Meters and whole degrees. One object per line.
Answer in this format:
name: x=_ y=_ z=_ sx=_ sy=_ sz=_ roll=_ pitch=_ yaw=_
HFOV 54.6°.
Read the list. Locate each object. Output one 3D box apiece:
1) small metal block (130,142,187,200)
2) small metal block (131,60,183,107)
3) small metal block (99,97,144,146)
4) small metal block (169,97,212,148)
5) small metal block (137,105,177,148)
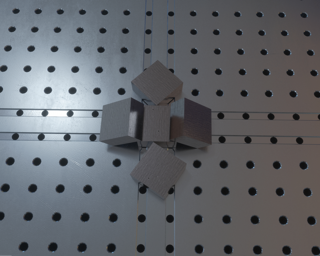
small metal block: x=-0.002 y=0.054 z=0.391 sx=0.050 sy=0.025 sz=0.050 roll=32 pitch=74 yaw=12
small metal block: x=-0.004 y=-0.058 z=0.433 sx=0.050 sy=0.025 sz=0.050 roll=-42 pitch=75 yaw=-14
small metal block: x=-0.049 y=-0.007 z=0.401 sx=0.050 sy=0.025 sz=0.050 roll=-12 pitch=67 yaw=35
small metal block: x=0.040 y=-0.005 z=0.399 sx=0.050 sy=0.025 sz=0.050 roll=19 pitch=65 yaw=-37
small metal block: x=-0.003 y=-0.002 z=0.412 sx=0.050 sy=0.025 sz=0.050 roll=1 pitch=69 yaw=0
